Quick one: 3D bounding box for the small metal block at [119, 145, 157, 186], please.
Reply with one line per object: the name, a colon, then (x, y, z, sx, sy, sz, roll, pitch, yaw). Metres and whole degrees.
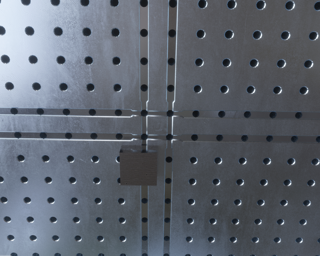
small metal block: (-0.029, 0.052, 0.432, 0.050, 0.025, 0.050, 1, 110, -1)
